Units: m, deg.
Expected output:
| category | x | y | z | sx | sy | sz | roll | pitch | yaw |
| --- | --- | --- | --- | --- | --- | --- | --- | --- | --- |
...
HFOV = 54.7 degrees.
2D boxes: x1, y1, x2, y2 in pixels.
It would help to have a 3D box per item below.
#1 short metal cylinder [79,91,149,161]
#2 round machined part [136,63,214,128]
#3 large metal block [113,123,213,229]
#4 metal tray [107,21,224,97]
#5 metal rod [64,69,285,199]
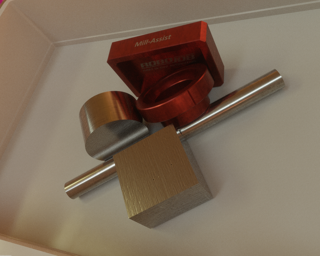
| category | x | y | z | sx | sy | sz | roll | pitch | yaw |
| --- | --- | --- | --- | --- | --- | --- | --- | --- | --- |
| short metal cylinder | -0.060 | -0.001 | 0.399 | 0.080 | 0.080 | 0.050 | -29 | 52 | 9 |
| round machined part | 0.023 | -0.036 | 0.384 | 0.098 | 0.042 | 0.098 | -26 | 24 | 13 |
| large metal block | 0.002 | 0.055 | 0.350 | 0.080 | 0.050 | 0.080 | -29 | 52 | 9 |
| metal tray | 0.009 | -0.083 | 0.406 | 0.130 | 0.090 | 0.030 | -6 | 59 | 24 |
| metal rod | 0.011 | 0.012 | 0.389 | 0.301 | 0.025 | 0.025 | -29 | 52 | 9 |
